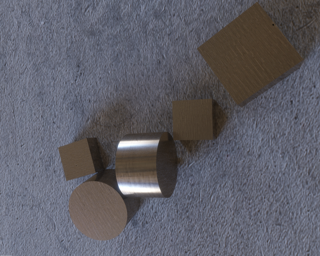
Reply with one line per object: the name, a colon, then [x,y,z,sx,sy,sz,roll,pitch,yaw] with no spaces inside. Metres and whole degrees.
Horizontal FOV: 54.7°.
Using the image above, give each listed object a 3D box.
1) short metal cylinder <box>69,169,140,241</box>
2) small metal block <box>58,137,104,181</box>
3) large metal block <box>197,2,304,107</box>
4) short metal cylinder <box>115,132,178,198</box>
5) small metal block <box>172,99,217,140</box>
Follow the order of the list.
short metal cylinder: [-0.073,0.100,0.414,0.080,0.050,0.079,3,101,14]
small metal block: [-0.114,0.045,0.449,0.050,0.025,0.050,-18,84,19]
large metal block: [0.103,-0.081,0.359,0.080,0.050,0.080,-36,79,16]
short metal cylinder: [-0.014,0.046,0.385,0.050,0.080,0.080,-3,89,20]
small metal block: [0.044,-0.010,0.393,0.050,0.025,0.050,-2,90,20]
